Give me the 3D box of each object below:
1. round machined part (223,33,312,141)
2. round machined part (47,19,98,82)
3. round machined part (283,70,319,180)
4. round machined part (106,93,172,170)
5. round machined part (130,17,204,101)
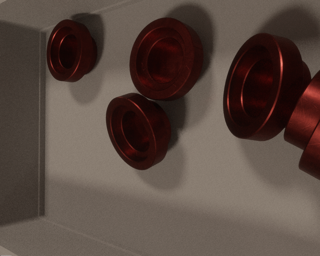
[{"bbox_3d":[0.101,-0.036,0.291,0.098,0.042,0.097,-171,89,-75],"label":"round machined part"},{"bbox_3d":[-0.141,-0.124,0.509,0.098,0.042,0.097,0,90,39],"label":"round machined part"},{"bbox_3d":[0.135,-0.010,0.246,0.042,0.099,0.097,32,110,30],"label":"round machined part"},{"bbox_3d":[-0.024,0.001,0.400,0.098,0.042,0.097,25,127,39],"label":"round machined part"},{"bbox_3d":[0.012,-0.081,0.383,0.098,0.042,0.097,-1,88,38],"label":"round machined part"}]
